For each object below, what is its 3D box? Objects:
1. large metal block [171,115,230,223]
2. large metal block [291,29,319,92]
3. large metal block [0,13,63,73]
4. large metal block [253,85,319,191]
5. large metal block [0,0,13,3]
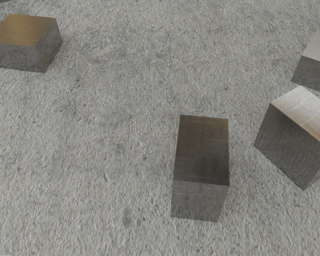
[{"bbox_3d":[0.041,0.044,0.331,0.050,0.080,0.080,6,50,5],"label":"large metal block"},{"bbox_3d":[0.259,-0.097,0.470,0.080,0.050,0.080,27,55,20],"label":"large metal block"},{"bbox_3d":[-0.216,-0.138,0.501,0.080,0.050,0.080,8,50,6],"label":"large metal block"},{"bbox_3d":[0.164,0.012,0.358,0.050,0.080,0.080,-28,55,-21],"label":"large metal block"},{"bbox_3d":[-0.352,-0.291,0.609,0.081,0.080,0.050,-24,54,-19],"label":"large metal block"}]
